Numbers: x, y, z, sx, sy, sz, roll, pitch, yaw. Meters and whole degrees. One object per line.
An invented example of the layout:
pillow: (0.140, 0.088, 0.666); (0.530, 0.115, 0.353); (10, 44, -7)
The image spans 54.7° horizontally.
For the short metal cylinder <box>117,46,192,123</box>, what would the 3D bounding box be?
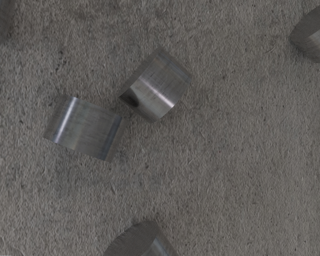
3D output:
short metal cylinder: (-0.007, -0.052, 0.377); (0.050, 0.080, 0.080); (40, 77, -16)

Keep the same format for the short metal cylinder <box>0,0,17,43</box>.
short metal cylinder: (-0.192, -0.124, 0.309); (0.081, 0.080, 0.050); (14, 86, -20)

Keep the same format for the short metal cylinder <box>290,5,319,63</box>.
short metal cylinder: (0.249, -0.146, 0.471); (0.050, 0.080, 0.080); (39, 78, -16)

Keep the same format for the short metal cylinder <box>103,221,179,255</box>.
short metal cylinder: (-0.023, 0.158, 0.371); (0.080, 0.080, 0.050); (-35, 102, -16)

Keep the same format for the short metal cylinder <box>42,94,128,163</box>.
short metal cylinder: (-0.083, 0.001, 0.349); (0.080, 0.080, 0.050); (24, 82, -19)
